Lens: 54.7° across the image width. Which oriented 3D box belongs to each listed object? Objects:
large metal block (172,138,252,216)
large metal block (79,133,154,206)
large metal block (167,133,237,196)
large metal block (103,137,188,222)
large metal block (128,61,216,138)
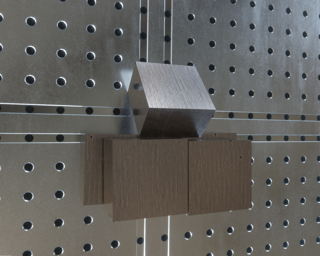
[{"bbox_3d":[0.060,0.053,0.367,0.081,0.050,0.079,0,90,-21],"label":"large metal block"},{"bbox_3d":[-0.055,0.047,0.380,0.081,0.050,0.079,2,90,-21],"label":"large metal block"},{"bbox_3d":[0.056,0.047,0.421,0.081,0.050,0.079,-1,91,-20],"label":"large metal block"},{"bbox_3d":[-0.017,0.051,0.338,0.081,0.050,0.079,0,90,-21],"label":"large metal block"},{"bbox_3d":[0.011,-0.034,0.382,0.081,0.050,0.080,0,48,-21],"label":"large metal block"}]
